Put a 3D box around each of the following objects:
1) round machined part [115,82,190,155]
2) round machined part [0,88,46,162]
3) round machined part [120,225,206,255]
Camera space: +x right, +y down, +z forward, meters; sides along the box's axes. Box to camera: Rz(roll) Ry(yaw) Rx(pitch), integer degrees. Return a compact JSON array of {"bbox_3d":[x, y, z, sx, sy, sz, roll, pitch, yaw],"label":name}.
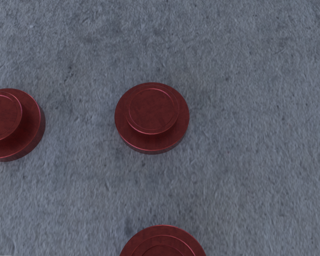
[{"bbox_3d":[-0.010,-0.017,0.405,0.099,0.042,0.098,0,70,-1],"label":"round machined part"},{"bbox_3d":[-0.204,-0.008,0.400,0.099,0.042,0.098,0,70,-1],"label":"round machined part"},{"bbox_3d":[0.003,0.158,0.341,0.099,0.042,0.098,0,70,-1],"label":"round machined part"}]
